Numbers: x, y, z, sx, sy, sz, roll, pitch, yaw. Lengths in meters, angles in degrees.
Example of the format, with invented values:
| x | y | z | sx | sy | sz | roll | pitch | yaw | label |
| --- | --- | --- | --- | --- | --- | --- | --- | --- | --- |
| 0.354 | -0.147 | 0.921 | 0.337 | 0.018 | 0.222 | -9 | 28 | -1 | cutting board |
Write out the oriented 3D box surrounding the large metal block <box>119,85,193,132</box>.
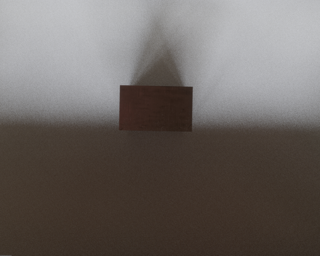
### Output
| x | y | z | sx | sy | sz | roll | pitch | yaw | label |
| --- | --- | --- | --- | --- | --- | --- | --- | --- | --- |
| -0.005 | -0.022 | 0.382 | 0.080 | 0.080 | 0.050 | 1 | 90 | 0 | large metal block |
